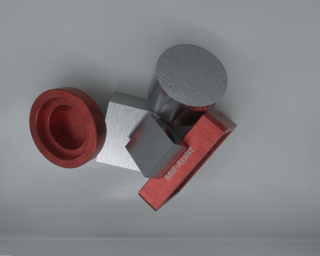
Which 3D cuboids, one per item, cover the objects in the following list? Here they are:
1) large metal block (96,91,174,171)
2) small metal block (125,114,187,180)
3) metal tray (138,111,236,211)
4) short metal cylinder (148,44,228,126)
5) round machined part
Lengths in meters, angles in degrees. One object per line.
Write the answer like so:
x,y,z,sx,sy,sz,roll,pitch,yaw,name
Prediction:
-0.030,0.006,0.398,0.081,0.050,0.079,14,109,-6,large metal block
-0.006,0.022,0.349,0.025,0.050,0.050,20,114,-49,small metal block
0.037,0.038,0.388,0.030,0.090,0.129,42,106,14,metal tray
0.030,-0.048,0.356,0.080,0.080,0.050,15,153,-6,short metal cylinder
-0.109,-0.003,0.386,0.098,0.042,0.097,6,106,21,round machined part
